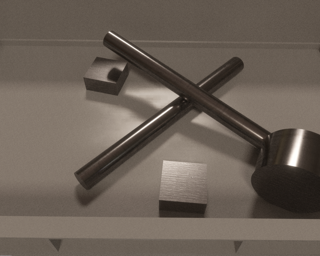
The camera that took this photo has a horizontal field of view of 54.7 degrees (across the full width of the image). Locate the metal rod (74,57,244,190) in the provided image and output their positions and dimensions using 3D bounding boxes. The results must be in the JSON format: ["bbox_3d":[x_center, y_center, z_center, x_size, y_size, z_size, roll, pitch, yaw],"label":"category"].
[{"bbox_3d":[0.016,-0.020,0.422,0.025,0.025,0.302,37,59,27],"label":"metal rod"}]

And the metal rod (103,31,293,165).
[{"bbox_3d":[0.045,-0.045,0.411,0.300,0.025,0.025,35,58,14],"label":"metal rod"}]

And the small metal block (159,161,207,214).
[{"bbox_3d":[0.026,0.066,0.350,0.050,0.025,0.050,4,50,3],"label":"small metal block"}]

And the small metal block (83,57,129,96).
[{"bbox_3d":[-0.081,-0.079,0.471,0.050,0.025,0.050,12,51,9],"label":"small metal block"}]

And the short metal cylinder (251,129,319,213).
[{"bbox_3d":[0.145,0.046,0.332,0.080,0.080,0.050,20,53,16],"label":"short metal cylinder"}]
